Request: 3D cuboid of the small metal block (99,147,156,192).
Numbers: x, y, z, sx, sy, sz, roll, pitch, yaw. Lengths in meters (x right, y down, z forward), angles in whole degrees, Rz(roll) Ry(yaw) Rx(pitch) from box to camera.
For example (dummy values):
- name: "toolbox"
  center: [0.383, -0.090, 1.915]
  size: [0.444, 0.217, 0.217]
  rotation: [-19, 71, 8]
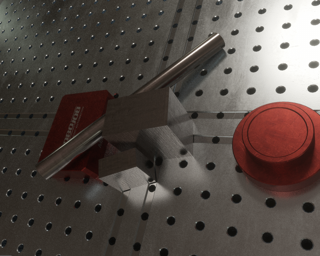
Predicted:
- name: "small metal block"
  center: [-0.040, 0.052, 0.380]
  size: [0.050, 0.050, 0.025]
  rotation: [-19, 55, 17]

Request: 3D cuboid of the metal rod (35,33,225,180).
- name: "metal rod"
  center: [-0.034, -0.034, 0.419]
  size: [0.301, 0.025, 0.025]
  rotation: [-38, 51, -8]

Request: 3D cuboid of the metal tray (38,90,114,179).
- name: "metal tray"
  center: [-0.121, 0.008, 0.462]
  size: [0.090, 0.030, 0.130]
  rotation: [-3, 60, 26]

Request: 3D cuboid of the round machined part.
- name: "round machined part"
  center: [0.124, 0.013, 0.324]
  size: [0.098, 0.042, 0.098]
  rotation: [-13, 56, 20]

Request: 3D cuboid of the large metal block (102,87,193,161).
- name: "large metal block"
  center: [-0.011, 0.000, 0.377]
  size: [0.080, 0.080, 0.050]
  rotation: [-10, 58, 23]
